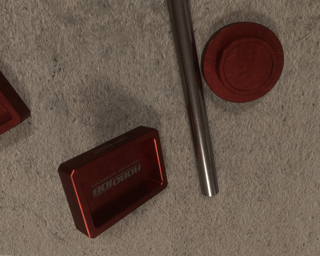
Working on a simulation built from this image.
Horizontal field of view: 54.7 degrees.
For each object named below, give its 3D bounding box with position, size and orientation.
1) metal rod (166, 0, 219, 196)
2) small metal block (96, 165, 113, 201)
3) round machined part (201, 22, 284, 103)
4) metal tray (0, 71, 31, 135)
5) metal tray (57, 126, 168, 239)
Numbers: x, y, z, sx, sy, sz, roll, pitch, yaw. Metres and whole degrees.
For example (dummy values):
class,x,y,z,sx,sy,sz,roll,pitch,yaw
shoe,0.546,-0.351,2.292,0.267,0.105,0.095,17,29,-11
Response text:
class,x,y,z,sx,sy,sz,roll,pitch,yaw
metal rod,0.042,-0.046,0.393,0.025,0.025,0.298,-11,110,3
small metal block,-0.078,0.067,0.420,0.025,0.050,0.050,-4,110,1
round machined part,0.101,-0.077,0.374,0.099,0.042,0.097,0,110,-1
metal tray,-0.248,-0.020,0.396,0.130,0.030,0.090,-28,108,9
metal tray,-0.051,0.061,0.384,0.131,0.030,0.089,-27,116,-39
